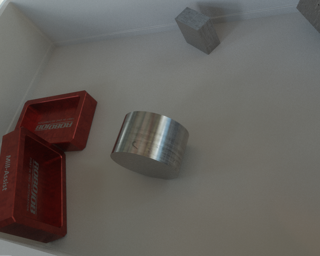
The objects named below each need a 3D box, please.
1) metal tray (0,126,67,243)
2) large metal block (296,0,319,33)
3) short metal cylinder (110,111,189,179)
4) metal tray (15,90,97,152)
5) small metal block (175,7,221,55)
[{"bbox_3d":[-0.163,0.073,0.402,0.030,0.090,0.130,-24,53,14],"label":"metal tray"},{"bbox_3d":[0.201,-0.134,0.329,0.050,0.080,0.080,-37,78,6],"label":"large metal block"},{"bbox_3d":[-0.011,0.022,0.362,0.080,0.080,0.050,4,64,29],"label":"short metal cylinder"},{"bbox_3d":[-0.170,-0.007,0.493,0.130,0.030,0.090,-6,59,24],"label":"metal tray"},{"bbox_3d":[0.055,-0.140,0.446,0.025,0.050,0.050,-45,51,-3],"label":"small metal block"}]
